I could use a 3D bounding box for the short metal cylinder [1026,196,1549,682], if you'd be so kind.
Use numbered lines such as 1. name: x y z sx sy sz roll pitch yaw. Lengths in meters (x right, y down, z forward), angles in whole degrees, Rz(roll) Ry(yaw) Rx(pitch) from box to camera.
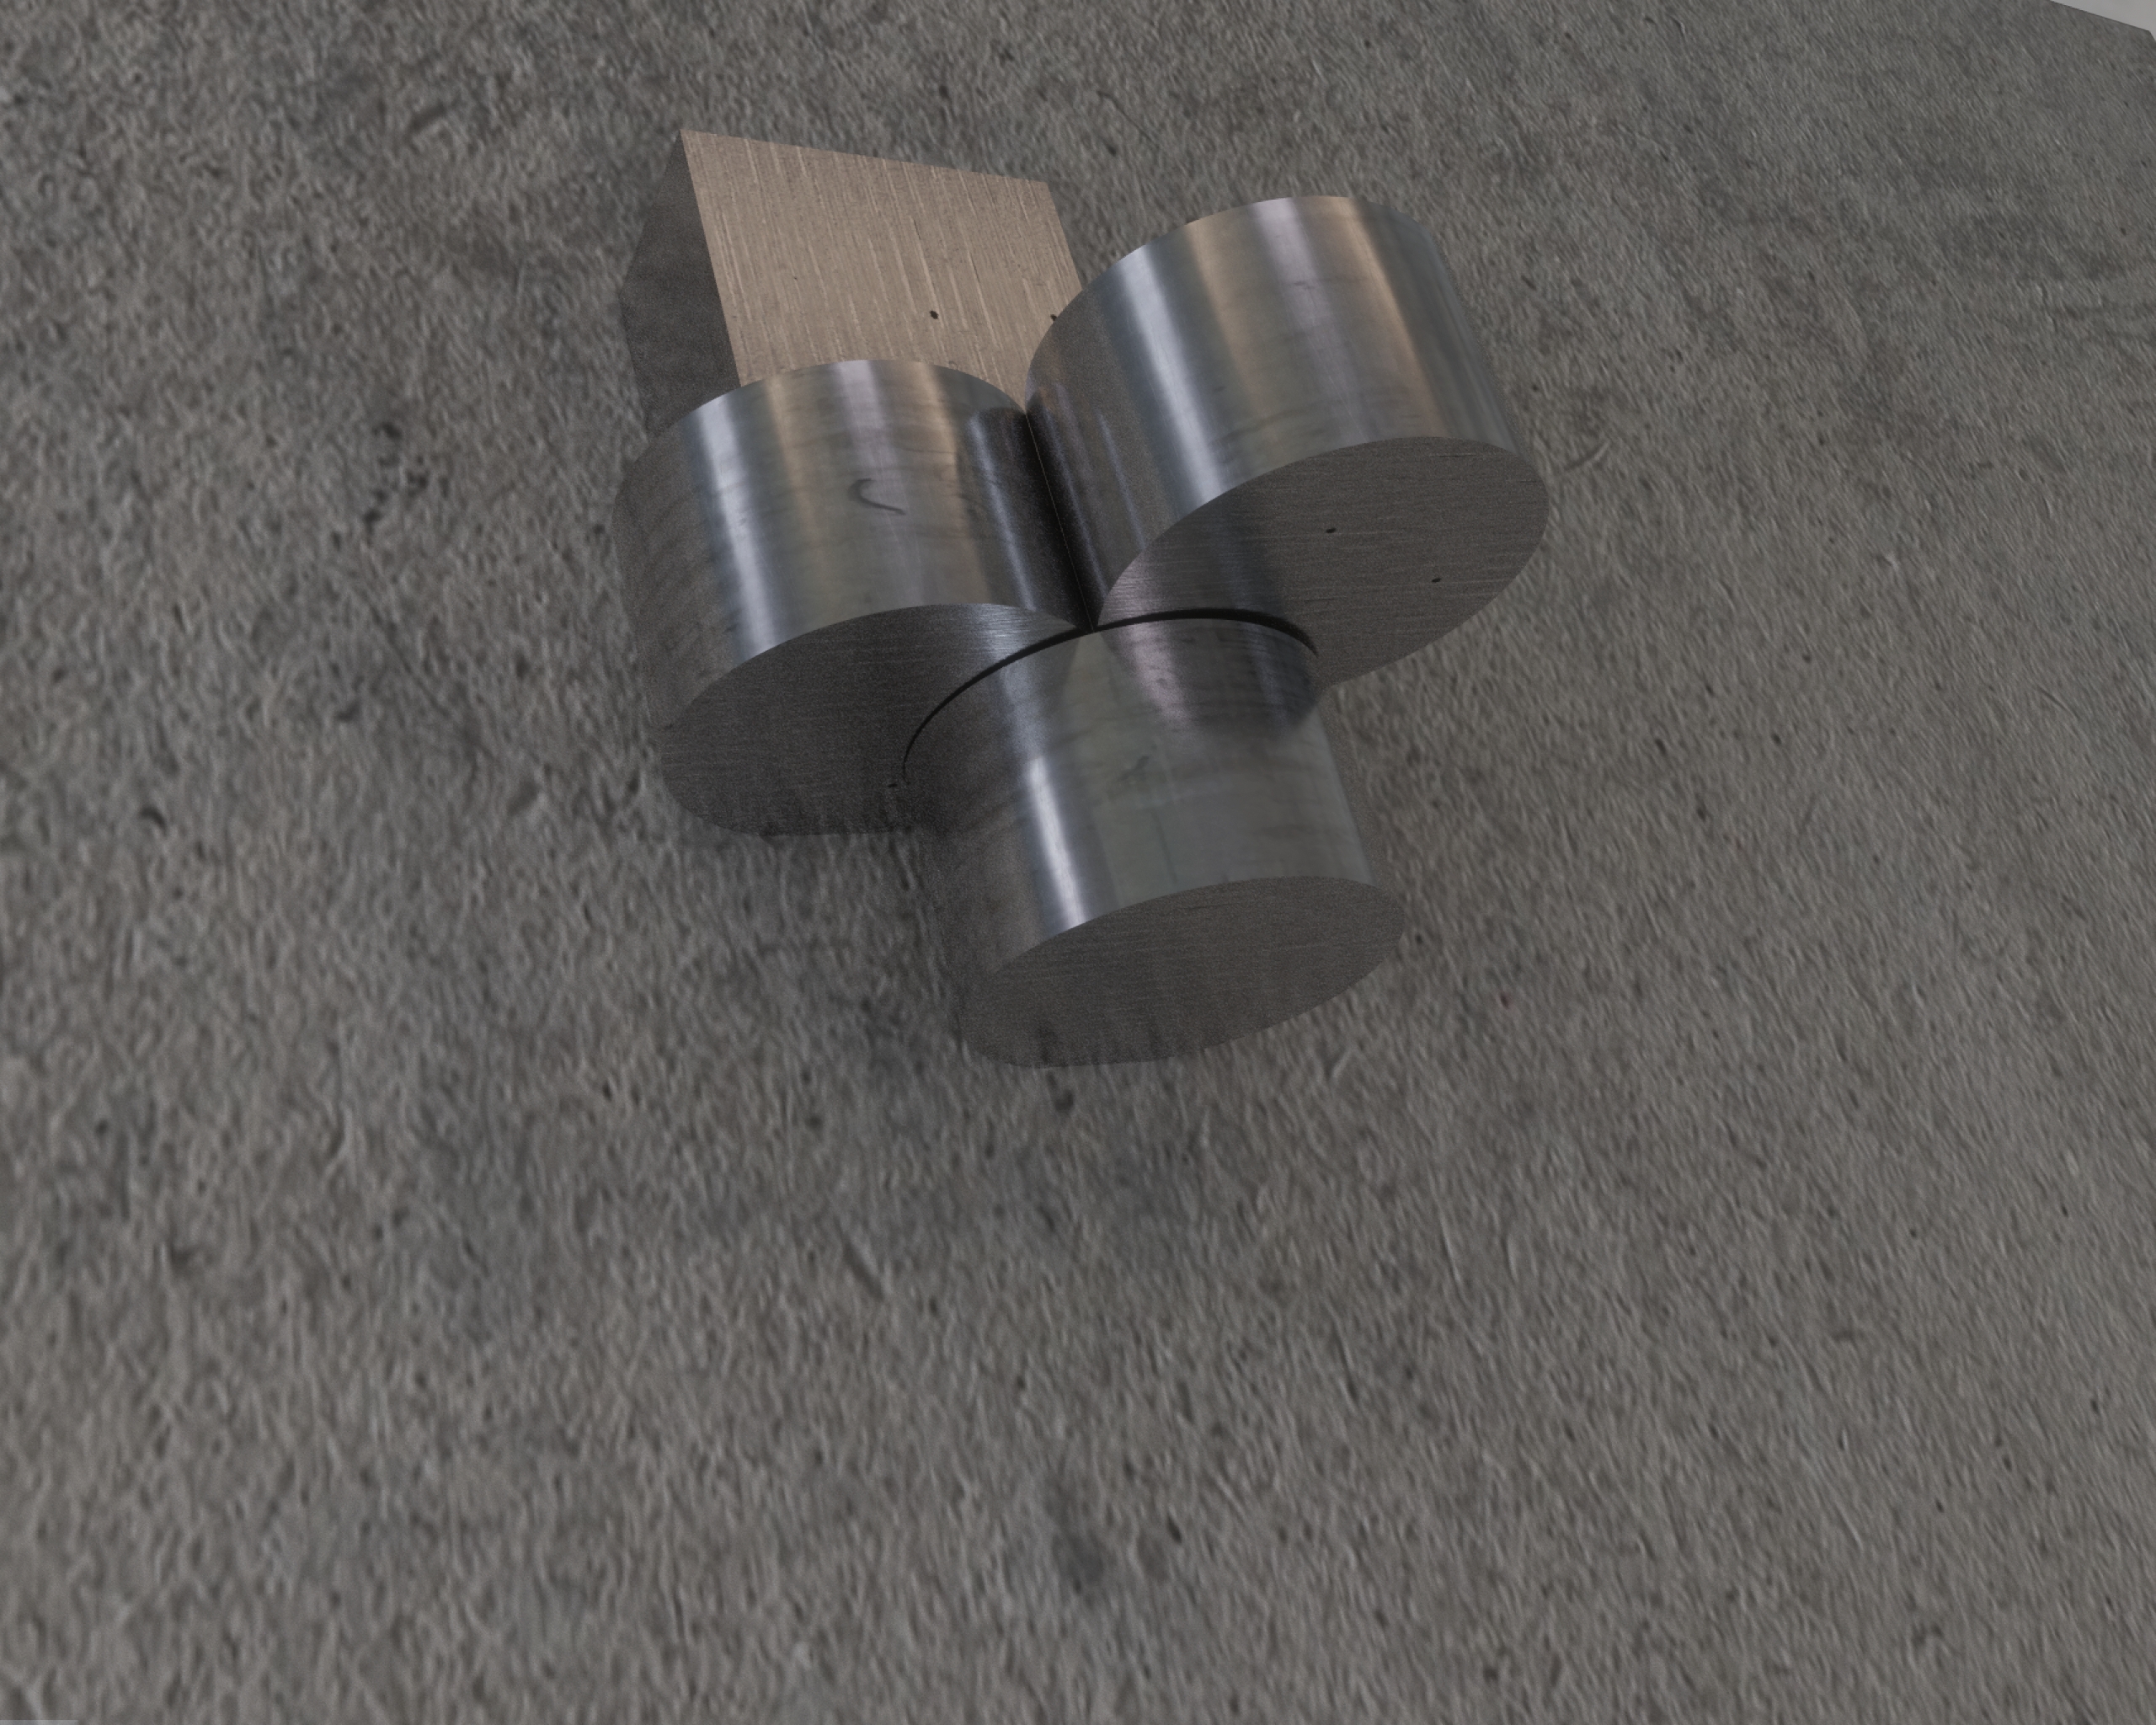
1. short metal cylinder: 0.036 -0.070 0.368 0.081 0.080 0.050 -2 63 -29

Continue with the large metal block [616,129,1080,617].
1. large metal block: -0.042 -0.096 0.426 0.081 0.050 0.080 -2 63 -29

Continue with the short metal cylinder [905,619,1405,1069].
1. short metal cylinder: 0.013 -0.001 0.378 0.081 0.080 0.050 0 62 -29

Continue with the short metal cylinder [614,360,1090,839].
1. short metal cylinder: -0.039 -0.045 0.377 0.081 0.080 0.050 -2 63 -29

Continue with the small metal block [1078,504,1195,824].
1. small metal block: 0.011 -0.038 0.421 0.025 0.050 0.050 1 61 -28
